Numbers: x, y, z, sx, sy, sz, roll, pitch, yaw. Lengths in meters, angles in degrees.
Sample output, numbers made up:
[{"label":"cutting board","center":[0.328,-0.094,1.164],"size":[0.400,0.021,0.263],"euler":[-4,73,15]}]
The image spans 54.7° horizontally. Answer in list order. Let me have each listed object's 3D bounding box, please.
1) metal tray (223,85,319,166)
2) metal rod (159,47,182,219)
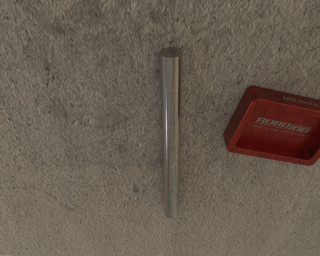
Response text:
[{"label":"metal tray","center":[0.161,0.001,0.406],"size":[0.131,0.030,0.089],"euler":[10,129,-10]},{"label":"metal rod","center":[0.016,0.031,0.433],"size":[0.025,0.025,0.298],"euler":[-1,130,1]}]
